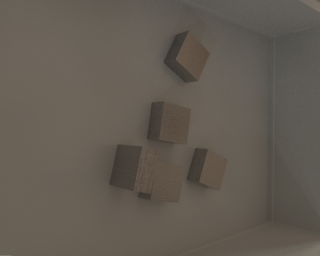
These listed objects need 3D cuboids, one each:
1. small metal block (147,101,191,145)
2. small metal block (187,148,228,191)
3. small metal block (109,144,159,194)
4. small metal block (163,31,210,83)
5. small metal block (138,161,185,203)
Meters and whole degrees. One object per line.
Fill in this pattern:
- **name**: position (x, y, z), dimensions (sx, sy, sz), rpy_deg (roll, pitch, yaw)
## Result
- **small metal block**: position (0.013, -0.006, 0.420), dimensions (0.050, 0.025, 0.050), rpy_deg (12, 82, -40)
- **small metal block**: position (0.073, 0.063, 0.470), dimensions (0.050, 0.025, 0.050), rpy_deg (28, 72, -37)
- **small metal block**: position (-0.031, 0.047, 0.366), dimensions (0.025, 0.050, 0.050), rpy_deg (18, 79, -39)
- **small metal block**: position (0.039, -0.100, 0.441), dimensions (0.050, 0.025, 0.050), rpy_deg (36, 68, -34)
- **small metal block**: position (0.003, 0.071, 0.411), dimensions (0.050, 0.025, 0.050), rpy_deg (16, 80, -39)
